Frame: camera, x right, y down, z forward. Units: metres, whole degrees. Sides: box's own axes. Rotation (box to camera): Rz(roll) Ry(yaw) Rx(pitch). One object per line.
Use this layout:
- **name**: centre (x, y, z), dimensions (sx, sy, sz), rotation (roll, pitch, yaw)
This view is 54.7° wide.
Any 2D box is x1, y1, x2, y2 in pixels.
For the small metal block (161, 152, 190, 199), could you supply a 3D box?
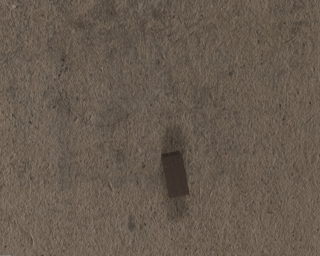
- **small metal block**: centre (0.019, 0.058, 0.398), dimensions (0.025, 0.050, 0.050), rotation (-11, 90, 0)
